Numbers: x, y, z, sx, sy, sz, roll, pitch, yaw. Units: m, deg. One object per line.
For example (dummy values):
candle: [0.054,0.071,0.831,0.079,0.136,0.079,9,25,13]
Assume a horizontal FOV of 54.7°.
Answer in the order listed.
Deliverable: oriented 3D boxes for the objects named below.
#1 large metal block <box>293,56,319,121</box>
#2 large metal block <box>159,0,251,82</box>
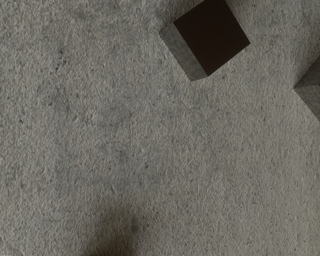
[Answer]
large metal block: [0.278,-0.065,0.498,0.080,0.050,0.080,45,76,-15]
large metal block: [0.060,-0.121,0.417,0.080,0.050,0.080,-39,103,-16]
